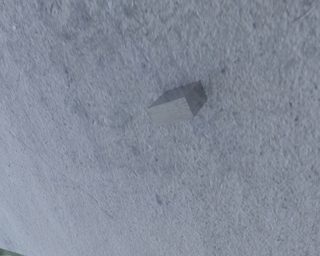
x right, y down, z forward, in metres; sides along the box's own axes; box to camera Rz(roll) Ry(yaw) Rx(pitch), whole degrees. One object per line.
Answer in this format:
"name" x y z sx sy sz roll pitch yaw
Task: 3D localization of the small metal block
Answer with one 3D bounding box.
"small metal block" 0.022 -0.029 0.362 0.050 0.050 0.025 -14 111 34
